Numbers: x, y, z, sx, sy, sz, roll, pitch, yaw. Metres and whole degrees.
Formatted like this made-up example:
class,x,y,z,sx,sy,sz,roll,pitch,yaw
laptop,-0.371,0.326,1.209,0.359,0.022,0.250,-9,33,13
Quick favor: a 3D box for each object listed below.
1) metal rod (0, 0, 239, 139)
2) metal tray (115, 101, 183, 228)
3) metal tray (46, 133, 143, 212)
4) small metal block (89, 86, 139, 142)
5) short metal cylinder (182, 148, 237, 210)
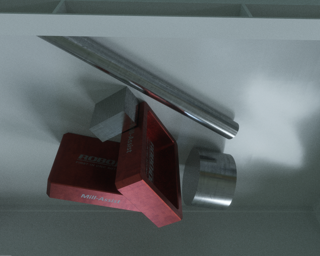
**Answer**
class,x,y,z,sx,sy,sz,roll,pitch,yaw
metal rod,-0.029,-0.059,0.358,0.301,0.025,0.025,27,125,-22
metal tray,-0.010,0.040,0.374,0.030,0.130,0.090,-24,126,19
metal tray,-0.073,0.058,0.414,0.131,0.090,0.030,12,129,-11
small metal block,-0.055,-0.017,0.377,0.050,0.050,0.025,-26,126,20
short metal cylinder,0.067,0.072,0.435,0.050,0.080,0.079,11,129,-9
